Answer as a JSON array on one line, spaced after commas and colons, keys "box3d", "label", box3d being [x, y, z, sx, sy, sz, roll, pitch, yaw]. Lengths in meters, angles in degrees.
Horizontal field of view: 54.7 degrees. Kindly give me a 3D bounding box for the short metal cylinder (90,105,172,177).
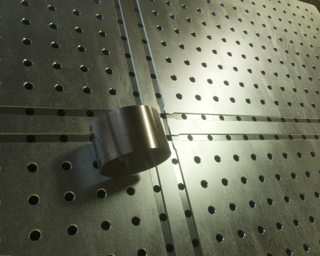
[{"box3d": [-0.033, 0.017, 0.346, 0.081, 0.080, 0.050, -4, 64, -30], "label": "short metal cylinder"}]
